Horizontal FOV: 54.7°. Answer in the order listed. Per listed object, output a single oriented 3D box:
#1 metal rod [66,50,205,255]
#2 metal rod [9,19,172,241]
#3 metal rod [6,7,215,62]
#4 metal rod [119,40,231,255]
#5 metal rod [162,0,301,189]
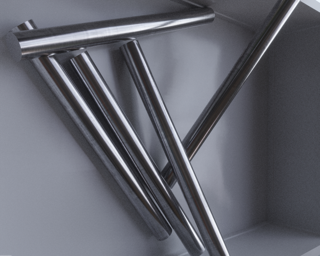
[{"bbox_3d":[-0.019,0.046,0.380,0.025,0.025,0.299,-42,112,-32],"label":"metal rod"},{"bbox_3d":[-0.064,0.021,0.354,0.025,0.025,0.299,-45,117,-31],"label":"metal rod"},{"bbox_3d":[-0.026,-0.120,0.367,0.302,0.025,0.025,-27,108,-43],"label":"metal rod"},{"bbox_3d":[0.021,0.035,0.388,0.025,0.025,0.299,-27,95,-37],"label":"metal rod"},{"bbox_3d":[0.090,-0.049,0.412,0.025,0.025,0.299,33,92,-36],"label":"metal rod"}]
